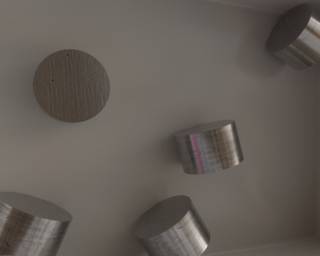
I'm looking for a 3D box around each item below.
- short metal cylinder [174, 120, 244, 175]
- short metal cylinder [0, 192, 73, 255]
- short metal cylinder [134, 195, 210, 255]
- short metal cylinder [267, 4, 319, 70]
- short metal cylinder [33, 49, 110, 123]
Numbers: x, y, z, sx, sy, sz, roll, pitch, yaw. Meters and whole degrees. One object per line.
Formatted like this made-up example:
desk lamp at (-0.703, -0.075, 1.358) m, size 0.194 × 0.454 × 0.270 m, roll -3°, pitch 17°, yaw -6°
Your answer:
short metal cylinder at (0.064, 0.023, 0.405) m, size 0.081 × 0.080 × 0.050 m, roll -16°, pitch 96°, yaw -19°
short metal cylinder at (-0.142, 0.107, 0.329) m, size 0.080 × 0.080 × 0.050 m, roll 25°, pitch 82°, yaw -19°
short metal cylinder at (0.015, 0.129, 0.387) m, size 0.080 × 0.080 × 0.050 m, roll -33°, pitch 101°, yaw -17°
short metal cylinder at (0.206, -0.133, 0.457) m, size 0.050 × 0.080 × 0.080 m, roll 29°, pitch 81°, yaw -18°
short metal cylinder at (-0.103, -0.046, 0.359) m, size 0.081 × 0.050 × 0.080 m, roll 0°, pitch 90°, yaw -20°
